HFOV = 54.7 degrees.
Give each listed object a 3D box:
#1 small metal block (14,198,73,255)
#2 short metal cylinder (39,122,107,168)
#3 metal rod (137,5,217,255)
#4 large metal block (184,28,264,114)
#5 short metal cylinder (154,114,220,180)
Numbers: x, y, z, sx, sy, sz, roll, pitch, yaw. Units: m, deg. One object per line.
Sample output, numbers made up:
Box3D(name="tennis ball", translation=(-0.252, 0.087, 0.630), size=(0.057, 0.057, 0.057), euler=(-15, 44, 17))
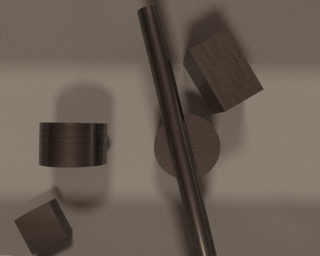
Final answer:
Box3D(name="small metal block", translation=(-0.153, 0.129, 0.410), size=(0.050, 0.025, 0.050), euler=(-28, 90, -1))
Box3D(name="short metal cylinder", translation=(-0.106, 0.019, 0.383), size=(0.081, 0.080, 0.050), euler=(1, 90, -1))
Box3D(name="metal rod", translation=(0.020, 0.008, 0.361), size=(0.025, 0.025, 0.298), euler=(-13, 90, 0))
Box3D(name="large metal block", translation=(0.074, -0.065, 0.385), size=(0.050, 0.080, 0.080), euler=(-30, 90, 0))
Box3D(name="short metal cylinder", translation=(0.033, 0.023, 0.399), size=(0.081, 0.050, 0.079), euler=(0, 90, -1))
